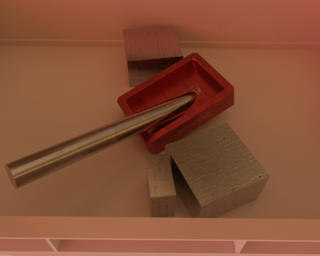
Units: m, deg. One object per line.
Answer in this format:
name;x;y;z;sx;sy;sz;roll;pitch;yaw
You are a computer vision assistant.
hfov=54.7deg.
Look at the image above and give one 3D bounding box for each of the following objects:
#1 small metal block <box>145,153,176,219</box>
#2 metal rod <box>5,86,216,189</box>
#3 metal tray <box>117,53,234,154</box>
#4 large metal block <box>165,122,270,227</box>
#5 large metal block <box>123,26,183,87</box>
small metal block;0.000;0.063;0.336;0.025;0.050;0.050;-6;50;-5
metal rod;-0.023;-0.007;0.369;0.302;0.025;0.025;-24;53;-35
metal tray;0.020;-0.036;0.411;0.131;0.030;0.090;-32;56;-7
large metal block;0.059;0.050;0.348;0.081;0.050;0.080;-19;53;-16
large metal block;-0.013;-0.113;0.483;0.081;0.050;0.080;-7;50;-6
